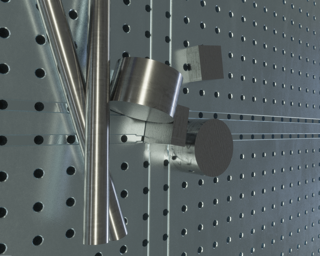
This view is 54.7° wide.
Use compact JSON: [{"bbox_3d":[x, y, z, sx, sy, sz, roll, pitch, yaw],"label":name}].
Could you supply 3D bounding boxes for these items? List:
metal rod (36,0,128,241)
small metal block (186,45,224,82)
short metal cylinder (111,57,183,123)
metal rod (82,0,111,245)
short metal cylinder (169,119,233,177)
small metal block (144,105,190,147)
[{"bbox_3d":[-0.085,-0.016,0.337,0.025,0.025,0.298,-23,104,-38],"label":"metal rod"},{"bbox_3d":[0.068,-0.097,0.466,0.050,0.025,0.050,-12,98,-39],"label":"small metal block"},{"bbox_3d":[-0.018,-0.041,0.358,0.080,0.080,0.050,21,77,-38],"label":"short metal cylinder"},{"bbox_3d":[-0.065,-0.037,0.324,0.025,0.025,0.299,8,76,-40],"label":"metal rod"},{"bbox_3d":[0.059,0.027,0.443,0.081,0.050,0.079,0,90,-40],"label":"short metal cylinder"},{"bbox_3d":[0.008,-0.003,0.399,0.025,0.050,0.050,13,82,-42],"label":"small metal block"}]
